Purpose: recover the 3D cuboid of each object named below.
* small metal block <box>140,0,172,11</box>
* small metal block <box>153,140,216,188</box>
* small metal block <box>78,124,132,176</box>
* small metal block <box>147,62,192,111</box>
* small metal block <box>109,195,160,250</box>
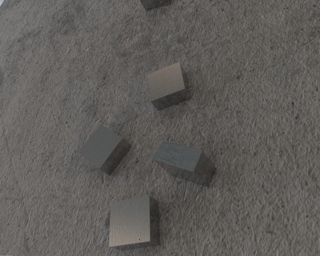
[{"bbox_3d":[-0.004,-0.243,0.555,0.050,0.025,0.050,-3,60,26],"label":"small metal block"},{"bbox_3d":[0.029,0.040,0.348,0.050,0.050,0.025,13,69,33],"label":"small metal block"},{"bbox_3d":[-0.076,0.029,0.426,0.050,0.025,0.050,29,77,37],"label":"small metal block"},{"bbox_3d":[0.012,-0.058,0.433,0.050,0.025,0.050,-19,54,17],"label":"small metal block"},{"bbox_3d":[-0.029,0.108,0.352,0.050,0.025,0.050,-15,56,19],"label":"small metal block"}]
